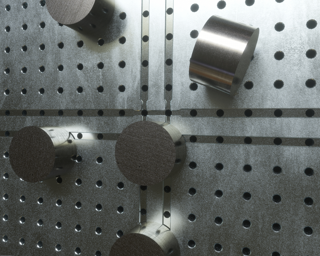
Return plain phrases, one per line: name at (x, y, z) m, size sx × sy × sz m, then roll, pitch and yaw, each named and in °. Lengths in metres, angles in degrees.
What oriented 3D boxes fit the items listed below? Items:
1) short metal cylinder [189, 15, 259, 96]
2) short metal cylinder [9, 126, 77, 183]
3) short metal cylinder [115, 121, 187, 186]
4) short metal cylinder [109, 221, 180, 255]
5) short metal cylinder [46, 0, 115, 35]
short metal cylinder at (0.074, -0.083, 0.357) m, size 0.050 × 0.080 × 0.080 m, roll 24°, pitch 98°, yaw 18°
short metal cylinder at (-0.172, 0.037, 0.458) m, size 0.080 × 0.050 × 0.079 m, roll 0°, pitch 90°, yaw 19°
short metal cylinder at (-0.011, 0.031, 0.402) m, size 0.080 × 0.050 × 0.079 m, roll 0°, pitch 90°, yaw 19°
short metal cylinder at (-0.019, 0.169, 0.405) m, size 0.080 × 0.050 × 0.079 m, roll 0°, pitch 90°, yaw 19°
short metal cylinder at (-0.112, -0.179, 0.437) m, size 0.080 × 0.050 × 0.079 m, roll 0°, pitch 90°, yaw 19°
